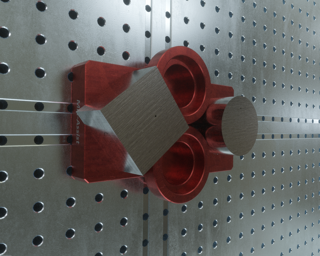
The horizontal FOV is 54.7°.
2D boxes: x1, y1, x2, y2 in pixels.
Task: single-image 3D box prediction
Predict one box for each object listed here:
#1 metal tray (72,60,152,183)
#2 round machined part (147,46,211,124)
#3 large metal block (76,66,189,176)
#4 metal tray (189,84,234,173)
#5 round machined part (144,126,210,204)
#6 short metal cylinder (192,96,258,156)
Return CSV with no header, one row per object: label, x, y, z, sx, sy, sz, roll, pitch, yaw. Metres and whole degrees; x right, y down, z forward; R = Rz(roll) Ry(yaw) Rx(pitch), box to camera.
metal tray,-0.053,-0.007,0.361,0.091,0.030,0.129,1,90,-41
round machined part,0.018,-0.053,0.401,0.099,0.042,0.097,0,90,-40
large metal block,-0.026,-0.008,0.331,0.080,0.050,0.080,-44,117,-31
metal tray,0.070,0.000,0.462,0.091,0.030,0.129,1,90,-40
round machined part,0.017,0.045,0.400,0.099,0.042,0.097,0,90,-40
short metal cylinder,0.091,-0.003,0.429,0.081,0.050,0.079,0,90,-40
